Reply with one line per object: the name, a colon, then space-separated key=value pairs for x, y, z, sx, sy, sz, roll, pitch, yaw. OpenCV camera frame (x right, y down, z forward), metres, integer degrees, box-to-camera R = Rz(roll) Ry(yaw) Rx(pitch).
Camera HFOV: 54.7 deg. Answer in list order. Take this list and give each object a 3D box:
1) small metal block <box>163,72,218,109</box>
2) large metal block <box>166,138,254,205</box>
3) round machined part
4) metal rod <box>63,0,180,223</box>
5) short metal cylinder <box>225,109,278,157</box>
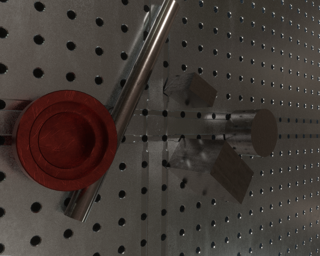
small metal block: x=0.042 y=-0.051 z=0.431 sx=0.050 sy=0.050 sz=0.025 roll=32 pitch=70 yaw=-36
large metal block: x=0.070 y=0.059 z=0.435 sx=0.080 sy=0.080 sz=0.050 roll=44 pitch=63 yaw=-31
round machined part: x=-0.097 y=0.012 z=0.314 sx=0.099 sy=0.042 sz=0.097 roll=2 pitch=86 yaw=-35
metal rod: x=-0.038 y=-0.035 z=0.378 sx=0.025 sy=0.025 sz=0.300 roll=35 pitch=68 yaw=-35
short metal cylinder: x=0.156 y=0.008 z=0.527 sx=0.081 sy=0.050 sz=0.079 roll=0 pitch=90 yaw=-40
